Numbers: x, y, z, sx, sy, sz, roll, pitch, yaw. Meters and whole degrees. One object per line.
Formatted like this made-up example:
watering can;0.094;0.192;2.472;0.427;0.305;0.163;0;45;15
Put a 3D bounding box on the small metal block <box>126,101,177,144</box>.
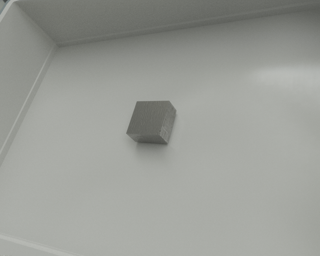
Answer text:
small metal block;-0.011;-0.008;0.413;0.050;0.025;0.050;2;63;29
